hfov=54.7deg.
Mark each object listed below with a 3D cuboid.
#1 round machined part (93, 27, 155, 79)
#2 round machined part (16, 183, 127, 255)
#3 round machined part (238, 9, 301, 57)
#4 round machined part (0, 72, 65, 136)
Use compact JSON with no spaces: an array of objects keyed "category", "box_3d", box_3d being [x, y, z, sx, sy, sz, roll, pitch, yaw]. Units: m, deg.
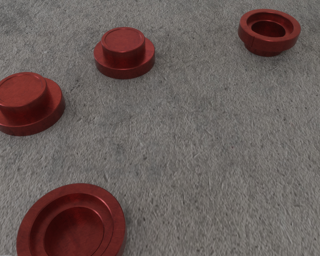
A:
[{"category":"round machined part","box_3d":[-0.058,-0.126,0.498,0.099,0.042,0.098,0,50,0]},{"category":"round machined part","box_3d":[-0.081,0.107,0.302,0.099,0.042,0.098,0,50,0]},{"category":"round machined part","box_3d":[0.181,-0.158,0.526,0.099,0.042,0.098,0,50,0]},{"category":"round machined part","box_3d":[-0.185,-0.039,0.424,0.099,0.042,0.098,0,50,0]}]
